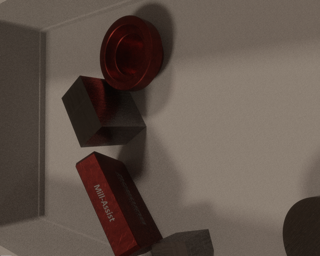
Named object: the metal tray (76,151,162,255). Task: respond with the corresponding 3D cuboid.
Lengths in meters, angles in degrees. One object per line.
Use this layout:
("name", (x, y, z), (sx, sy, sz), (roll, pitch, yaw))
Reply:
("metal tray", (-0.051, 0.098, 0.401), (0.030, 0.090, 0.130), (-34, 67, 7))

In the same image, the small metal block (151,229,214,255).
("small metal block", (0.027, 0.141, 0.367), (0.050, 0.050, 0.025), (-22, 76, 37))

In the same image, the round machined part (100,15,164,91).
("round machined part", (-0.034, -0.098, 0.422), (0.098, 0.042, 0.097), (0, 90, 39))

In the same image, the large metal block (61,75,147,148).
("large metal block", (-0.078, -0.022, 0.433), (0.050, 0.081, 0.080), (-41, 66, 32))

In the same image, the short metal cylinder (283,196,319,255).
("short metal cylinder", (0.149, 0.093, 0.249), (0.080, 0.050, 0.079), (4, 95, 62))
